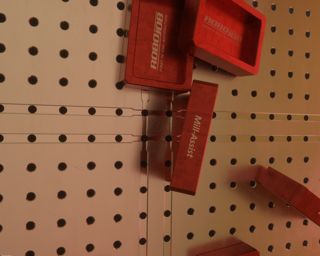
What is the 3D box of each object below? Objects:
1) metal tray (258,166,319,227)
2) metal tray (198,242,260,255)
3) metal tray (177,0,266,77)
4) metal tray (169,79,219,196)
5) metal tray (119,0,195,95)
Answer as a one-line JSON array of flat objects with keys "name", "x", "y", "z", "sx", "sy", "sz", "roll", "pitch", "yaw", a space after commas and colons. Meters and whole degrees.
[{"name": "metal tray", "x": 0.217, "y": 0.114, "z": 0.455, "sx": 0.130, "sy": 0.090, "sz": 0.030, "roll": 35, "pitch": 92, "yaw": -17}, {"name": "metal tray", "x": 0.103, "y": 0.243, "z": 0.447, "sx": 0.091, "sy": 0.030, "sz": 0.129, "roll": -6, "pitch": 92, "yaw": -20}, {"name": "metal tray", "x": 0.088, "y": -0.131, "z": 0.421, "sx": 0.131, "sy": 0.030, "sz": 0.090, "roll": 14, "pitch": 83, "yaw": -36}, {"name": "metal tray", "x": 0.042, "y": 0.013, "z": 0.391, "sx": 0.030, "sy": 0.090, "sz": 0.129, "roll": 12, "pitch": 86, "yaw": 6}, {"name": "metal tray", "x": 0.000, "y": -0.115, "z": 0.409, "sx": 0.091, "sy": 0.030, "sz": 0.129, "roll": 6, "pitch": 88, "yaw": -20}]
